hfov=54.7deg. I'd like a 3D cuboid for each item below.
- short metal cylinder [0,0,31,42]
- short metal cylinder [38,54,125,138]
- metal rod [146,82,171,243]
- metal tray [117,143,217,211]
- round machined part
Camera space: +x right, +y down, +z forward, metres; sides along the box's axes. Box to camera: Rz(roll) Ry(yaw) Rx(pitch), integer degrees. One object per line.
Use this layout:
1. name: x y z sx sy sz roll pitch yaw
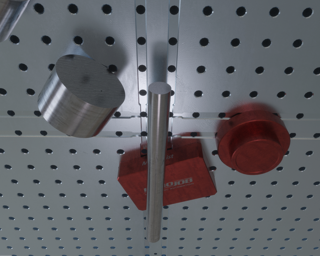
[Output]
1. short metal cylinder: -0.161 -0.121 0.271 0.080 0.080 0.050 33 123 -25
2. short metal cylinder: -0.086 -0.035 0.344 0.080 0.080 0.050 28 125 -22
3. metal rod: -0.006 0.070 0.430 0.025 0.025 0.298 2 130 -2
4. metal tray: 0.012 0.078 0.475 0.130 0.030 0.090 -16 129 13
5. round machined part: 0.129 0.027 0.425 0.099 0.042 0.097 0 130 0
